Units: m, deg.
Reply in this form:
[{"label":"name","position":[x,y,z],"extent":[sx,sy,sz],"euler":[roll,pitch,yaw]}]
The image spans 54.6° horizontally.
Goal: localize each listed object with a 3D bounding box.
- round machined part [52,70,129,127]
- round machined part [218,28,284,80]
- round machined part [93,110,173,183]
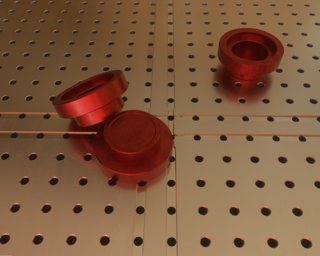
[{"label":"round machined part","position":[-0.086,-0.036,0.409],"extent":[0.098,0.042,0.098],"euler":[-19,24,9]},{"label":"round machined part","position":[0.141,-0.114,0.493],"extent":[0.099,0.042,0.098],"euler":[0,50,0]},{"label":"round machined part","position":[-0.033,0.016,0.384],"extent":[0.099,0.042,0.098],"euler":[0,50,0]}]
